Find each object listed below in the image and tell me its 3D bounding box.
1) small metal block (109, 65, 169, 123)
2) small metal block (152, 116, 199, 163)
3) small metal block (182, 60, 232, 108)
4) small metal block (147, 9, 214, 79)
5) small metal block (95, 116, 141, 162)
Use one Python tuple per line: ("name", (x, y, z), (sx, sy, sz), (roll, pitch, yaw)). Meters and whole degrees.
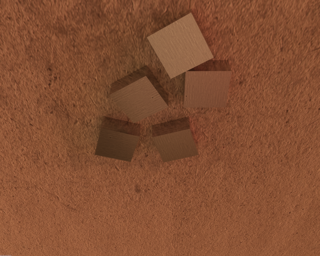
("small metal block", (-0.024, -0.040, 0.373), (0.050, 0.025, 0.050), (-25, 126, 19))
("small metal block", (0.021, 0.016, 0.421), (0.050, 0.025, 0.050), (-13, 129, 11))
("small metal block", (0.053, -0.051, 0.364), (0.050, 0.025, 0.050), (0, 131, 0))
("small metal block", (0.022, -0.088, 0.325), (0.050, 0.025, 0.050), (-24, 113, 19))
("small metal block", (-0.058, 0.016, 0.420), (0.050, 0.025, 0.050), (13, 129, -11))
